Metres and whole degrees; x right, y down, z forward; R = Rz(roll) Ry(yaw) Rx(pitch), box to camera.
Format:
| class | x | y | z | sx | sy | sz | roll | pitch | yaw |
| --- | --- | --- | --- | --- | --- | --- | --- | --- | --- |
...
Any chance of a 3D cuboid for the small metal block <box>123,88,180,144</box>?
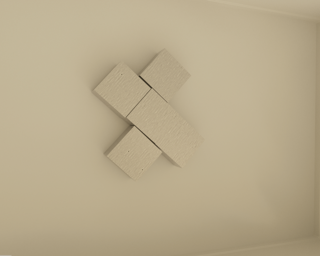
| class | x | y | z | sx | sy | sz | roll | pitch | yaw |
| --- | --- | --- | --- | --- | --- | --- | --- | --- | --- |
| small metal block | -0.012 | -0.015 | 0.403 | 0.050 | 0.025 | 0.050 | 43 | 76 | -15 |

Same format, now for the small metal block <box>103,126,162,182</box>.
| class | x | y | z | sx | sy | sz | roll | pitch | yaw |
| --- | --- | --- | --- | --- | --- | --- | --- | --- | --- |
| small metal block | -0.035 | 0.032 | 0.396 | 0.050 | 0.025 | 0.050 | 45 | 77 | -15 |

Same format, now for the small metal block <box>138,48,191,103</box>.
| class | x | y | z | sx | sy | sz | roll | pitch | yaw |
| --- | --- | --- | --- | --- | --- | --- | --- | --- | --- |
| small metal block | 0.004 | -0.067 | 0.409 | 0.050 | 0.025 | 0.050 | 43 | 75 | -15 |

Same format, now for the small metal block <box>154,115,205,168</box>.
| class | x | y | z | sx | sy | sz | roll | pitch | yaw |
| --- | --- | --- | --- | --- | --- | --- | --- | --- | --- |
| small metal block | 0.023 | 0.018 | 0.416 | 0.050 | 0.025 | 0.050 | 43 | 76 | -15 |

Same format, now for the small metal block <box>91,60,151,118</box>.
| class | x | y | z | sx | sy | sz | roll | pitch | yaw |
| --- | --- | --- | --- | --- | --- | --- | --- | --- | --- |
| small metal block | -0.049 | -0.048 | 0.390 | 0.050 | 0.025 | 0.050 | 43 | 76 | -15 |
